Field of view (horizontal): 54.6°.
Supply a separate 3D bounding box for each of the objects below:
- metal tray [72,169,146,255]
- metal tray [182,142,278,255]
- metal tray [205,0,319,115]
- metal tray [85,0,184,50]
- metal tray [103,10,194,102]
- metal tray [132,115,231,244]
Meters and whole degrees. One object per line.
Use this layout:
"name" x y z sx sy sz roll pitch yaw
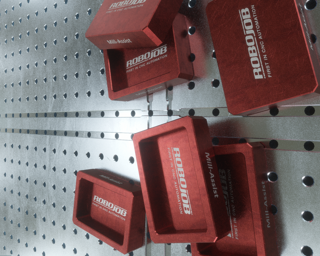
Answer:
"metal tray" -0.080 0.122 0.473 0.130 0.030 0.089 12 98 39
"metal tray" 0.074 0.084 0.345 0.090 0.030 0.129 -10 84 39
"metal tray" 0.104 -0.086 0.321 0.090 0.030 0.129 -17 79 38
"metal tray" -0.034 -0.150 0.404 0.130 0.030 0.090 12 72 45
"metal tray" -0.021 -0.094 0.424 0.130 0.030 0.090 -13 82 39
"metal tray" 0.020 0.059 0.350 0.090 0.030 0.129 -19 78 38
